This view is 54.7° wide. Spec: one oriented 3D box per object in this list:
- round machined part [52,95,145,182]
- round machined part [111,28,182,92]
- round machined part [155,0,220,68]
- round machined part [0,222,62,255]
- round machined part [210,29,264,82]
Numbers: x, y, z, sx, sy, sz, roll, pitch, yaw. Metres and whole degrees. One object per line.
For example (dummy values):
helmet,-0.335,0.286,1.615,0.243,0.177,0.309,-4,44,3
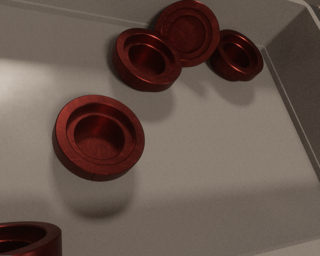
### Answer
round machined part,-0.070,0.015,0.349,0.099,0.042,0.098,14,56,-21
round machined part,-0.022,-0.091,0.440,0.099,0.042,0.098,14,56,-21
round machined part,0.043,-0.146,0.484,0.098,0.098,0.042,38,19,-4
round machined part,-0.126,0.105,0.234,0.099,0.098,0.042,-1,88,-29
round machined part,0.127,-0.120,0.539,0.099,0.042,0.098,14,56,-21
